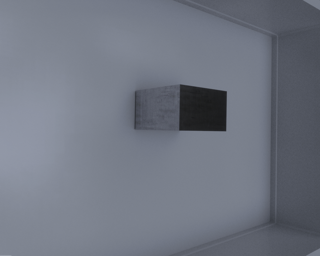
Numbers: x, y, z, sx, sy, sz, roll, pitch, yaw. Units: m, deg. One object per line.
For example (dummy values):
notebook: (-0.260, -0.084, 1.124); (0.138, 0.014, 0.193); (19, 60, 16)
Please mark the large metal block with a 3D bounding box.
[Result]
large metal block: (0.026, -0.022, 0.388); (0.081, 0.080, 0.050); (1, 90, -40)
